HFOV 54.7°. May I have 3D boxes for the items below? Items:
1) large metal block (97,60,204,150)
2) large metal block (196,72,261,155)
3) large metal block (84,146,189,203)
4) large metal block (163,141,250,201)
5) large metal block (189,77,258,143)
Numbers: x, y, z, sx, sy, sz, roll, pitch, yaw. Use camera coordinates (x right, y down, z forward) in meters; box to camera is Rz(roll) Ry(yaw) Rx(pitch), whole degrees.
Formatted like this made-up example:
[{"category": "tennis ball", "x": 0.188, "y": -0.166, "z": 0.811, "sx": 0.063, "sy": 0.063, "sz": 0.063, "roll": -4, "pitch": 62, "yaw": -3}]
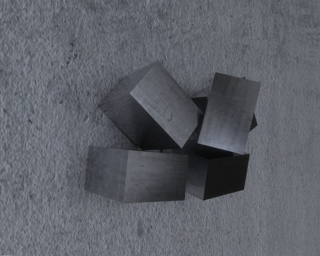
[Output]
[{"category": "large metal block", "x": -0.012, "y": -0.020, "z": 0.352, "sx": 0.080, "sy": 0.080, "sz": 0.050, "roll": 47, "pitch": 62, "yaw": -21}, {"category": "large metal block", "x": 0.078, "y": -0.015, "z": 0.373, "sx": 0.050, "sy": 0.080, "sz": 0.080, "roll": 14, "pitch": 90, "yaw": 5}, {"category": "large metal block", "x": -0.027, "y": 0.050, "z": 0.346, "sx": 0.081, "sy": 0.080, "sz": 0.050, "roll": 9, "pitch": 85, "yaw": -40}, {"category": "large metal block", "x": 0.058, "y": 0.051, "z": 0.413, "sx": 0.081, "sy": 0.080, "sz": 0.050, "roll": -2, "pitch": 103, "yaw": -40}, {"category": "large metal block", "x": 0.096, "y": -0.024, "z": 0.468, "sx": 0.081, "sy": 0.050, "sz": 0.080, "roll": -31, "pitch": 109, "yaw": -36}]
